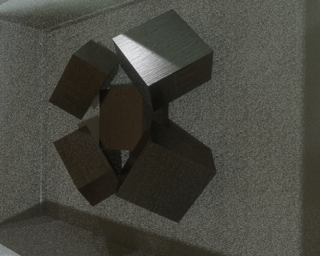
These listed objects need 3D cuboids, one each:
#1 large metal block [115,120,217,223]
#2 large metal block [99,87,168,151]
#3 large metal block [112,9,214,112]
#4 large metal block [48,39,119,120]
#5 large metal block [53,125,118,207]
[{"bbox_3d":[0.006,0.050,0.355,0.080,0.050,0.080,27,113,-11],"label":"large metal block"},{"bbox_3d":[-0.036,-0.012,0.417,0.080,0.050,0.080,1,91,40],"label":"large metal block"},{"bbox_3d":[0.004,-0.079,0.358,0.080,0.050,0.080,-30,63,-11],"label":"large metal block"},{"bbox_3d":[-0.106,-0.071,0.446,0.050,0.080,0.080,31,117,-11],"label":"large metal block"},{"bbox_3d":[-0.102,0.056,0.446,0.080,0.050,0.080,53,165,26],"label":"large metal block"}]
